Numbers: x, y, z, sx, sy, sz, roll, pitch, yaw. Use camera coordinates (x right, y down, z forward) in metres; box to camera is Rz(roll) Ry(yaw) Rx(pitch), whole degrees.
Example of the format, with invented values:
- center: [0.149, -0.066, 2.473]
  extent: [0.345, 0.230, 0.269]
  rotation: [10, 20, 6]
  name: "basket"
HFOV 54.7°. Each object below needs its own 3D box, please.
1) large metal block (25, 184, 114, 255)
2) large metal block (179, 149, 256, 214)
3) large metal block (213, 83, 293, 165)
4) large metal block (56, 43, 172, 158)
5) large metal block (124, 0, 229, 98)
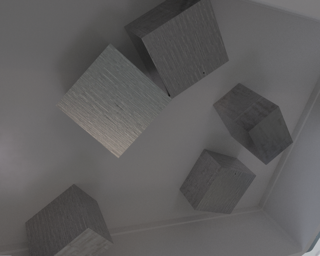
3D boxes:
- center: [-0.116, 0.133, 0.392]
  extent: [0.080, 0.080, 0.050]
  rotation: [-39, 129, -2]
  name: "large metal block"
- center: [0.092, 0.088, 0.497]
  extent: [0.081, 0.050, 0.080]
  rotation: [17, 109, -35]
  name: "large metal block"
- center: [0.132, -0.006, 0.441]
  extent: [0.050, 0.080, 0.080]
  rotation: [-40, 129, -1]
  name: "large metal block"
- center: [-0.045, -0.029, 0.327]
  extent: [0.080, 0.050, 0.080]
  rotation: [42, 95, -8]
  name: "large metal block"
- center: [0.020, -0.094, 0.345]
  extent: [0.080, 0.050, 0.080]
  rotation: [-35, 129, -6]
  name: "large metal block"
